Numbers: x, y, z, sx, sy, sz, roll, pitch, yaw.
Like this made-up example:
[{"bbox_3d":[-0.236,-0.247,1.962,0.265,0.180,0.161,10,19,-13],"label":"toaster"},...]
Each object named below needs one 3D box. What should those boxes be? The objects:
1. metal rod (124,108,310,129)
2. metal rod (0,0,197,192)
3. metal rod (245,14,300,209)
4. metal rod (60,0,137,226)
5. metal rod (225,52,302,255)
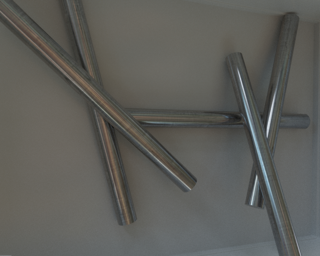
[{"bbox_3d":[0.090,-0.012,0.445,0.303,0.025,0.025,1,90,-21],"label":"metal rod"},{"bbox_3d":[-0.063,-0.027,0.360,0.300,0.025,0.025,45,76,-17],"label":"metal rod"},{"bbox_3d":[0.166,-0.034,0.449,0.025,0.025,0.299,22,74,-19],"label":"metal rod"},{"bbox_3d":[-0.076,-0.025,0.382,0.025,0.025,0.298,-15,95,-20],"label":"metal rod"},{"bbox_3d":[0.133,0.035,0.403,0.025,0.025,0.299,-2,69,-20],"label":"metal rod"}]
